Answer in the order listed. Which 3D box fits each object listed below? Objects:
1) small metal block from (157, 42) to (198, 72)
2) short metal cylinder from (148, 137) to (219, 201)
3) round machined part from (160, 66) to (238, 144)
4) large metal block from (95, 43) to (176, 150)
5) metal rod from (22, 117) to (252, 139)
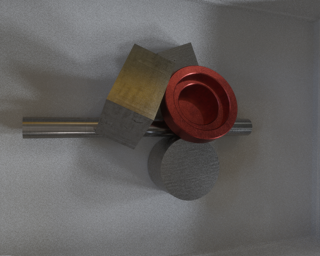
[{"bbox_3d":[0.023,-0.082,0.419,0.050,0.025,0.050,-22,98,-19],"label":"small metal block"},{"bbox_3d":[0.030,0.050,0.407,0.081,0.050,0.079,0,90,-21],"label":"short metal cylinder"},{"bbox_3d":[0.046,-0.027,0.398,0.099,0.042,0.098,6,70,-18],"label":"round machined part"},{"bbox_3d":[-0.030,-0.033,0.354,0.050,0.080,0.080,25,59,-8],"label":"large metal block"},{"bbox_3d":[-0.013,-0.001,0.403,0.303,0.025,0.025,0,90,-21],"label":"metal rod"}]
